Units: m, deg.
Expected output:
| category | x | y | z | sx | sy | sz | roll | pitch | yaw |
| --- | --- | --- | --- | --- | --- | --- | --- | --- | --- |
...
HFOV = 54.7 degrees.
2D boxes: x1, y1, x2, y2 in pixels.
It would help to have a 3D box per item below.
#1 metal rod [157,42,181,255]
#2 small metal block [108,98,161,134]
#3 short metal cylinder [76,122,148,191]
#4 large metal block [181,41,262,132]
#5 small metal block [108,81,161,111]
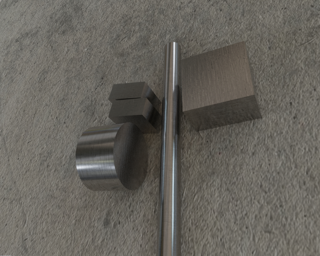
| category | x | y | z | sx | sy | sz | roll | pitch | yaw |
| --- | --- | --- | --- | --- | --- | --- | --- | --- | --- |
| metal rod | 0.014 | 0.009 | 0.389 | 0.025 | 0.025 | 0.299 | -11 | 57 | 22 |
| small metal block | -0.031 | -0.014 | 0.412 | 0.050 | 0.050 | 0.025 | -3 | 61 | 26 |
| short metal cylinder | -0.055 | 0.035 | 0.374 | 0.050 | 0.080 | 0.080 | -7 | 59 | 24 |
| large metal block | 0.073 | -0.049 | 0.379 | 0.080 | 0.050 | 0.080 | -13 | 56 | 21 |
| small metal block | -0.034 | -0.038 | 0.427 | 0.050 | 0.050 | 0.025 | -1 | 62 | 27 |
